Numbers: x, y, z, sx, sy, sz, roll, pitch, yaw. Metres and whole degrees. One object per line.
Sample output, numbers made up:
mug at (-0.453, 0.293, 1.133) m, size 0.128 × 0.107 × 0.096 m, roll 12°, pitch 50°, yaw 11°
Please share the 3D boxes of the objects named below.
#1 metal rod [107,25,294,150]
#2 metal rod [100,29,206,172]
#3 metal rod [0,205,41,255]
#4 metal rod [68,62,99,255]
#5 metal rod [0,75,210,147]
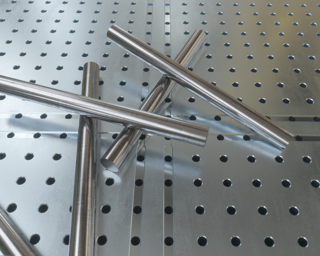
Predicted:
metal rod at (0.045, -0.064, 0.435) m, size 0.300 × 0.025 × 0.025 m, roll 35°, pitch 58°, yaw 16°
metal rod at (0.005, -0.059, 0.457) m, size 0.025 × 0.025 × 0.301 m, roll 20°, pitch 53°, yaw 16°
metal rod at (-0.208, 0.071, 0.344) m, size 0.300 × 0.025 × 0.025 m, roll 36°, pitch 58°, yaw 26°
metal rod at (-0.091, 0.020, 0.389) m, size 0.025 × 0.025 × 0.300 m, roll -4°, pitch 50°, yaw -4°
metal rod at (-0.088, -0.026, 0.394) m, size 0.301 × 0.025 × 0.025 m, roll 15°, pitch 52°, yaw 11°
